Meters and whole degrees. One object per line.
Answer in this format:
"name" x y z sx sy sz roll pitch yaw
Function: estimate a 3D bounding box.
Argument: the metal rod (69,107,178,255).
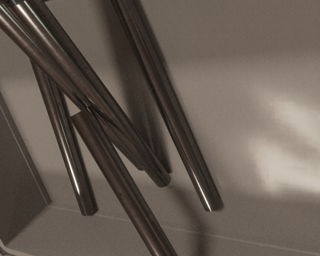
"metal rod" -0.013 0.112 0.349 0.025 0.025 0.299 -23 100 36

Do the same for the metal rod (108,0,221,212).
"metal rod" 0.014 -0.019 0.388 0.025 0.025 0.299 -12 112 33

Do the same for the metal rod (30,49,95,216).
"metal rod" -0.152 0.023 0.500 0.025 0.025 0.298 6 121 25

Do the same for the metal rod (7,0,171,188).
"metal rod" -0.052 -0.013 0.348 0.025 0.025 0.299 0 143 28

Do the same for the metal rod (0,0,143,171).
"metal rod" -0.083 -0.032 0.345 0.025 0.025 0.300 -1 146 28
